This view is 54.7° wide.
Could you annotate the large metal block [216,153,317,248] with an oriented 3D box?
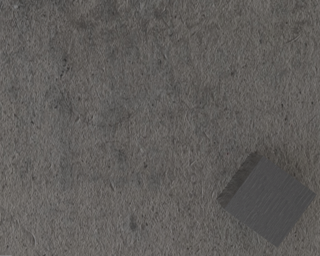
[{"bbox_3d":[0.133,0.089,0.398,0.080,0.050,0.080,36,90,0],"label":"large metal block"}]
